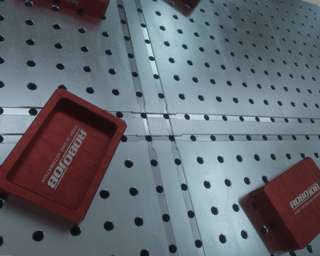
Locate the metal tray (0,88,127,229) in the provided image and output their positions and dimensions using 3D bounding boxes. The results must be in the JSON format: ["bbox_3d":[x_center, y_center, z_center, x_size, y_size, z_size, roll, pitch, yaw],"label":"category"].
[{"bbox_3d":[-0.101,0.028,0.333,0.090,0.030,0.130,28,52,-10],"label":"metal tray"}]

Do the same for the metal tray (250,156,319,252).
[{"bbox_3d":[0.200,0.105,0.448,0.131,0.030,0.090,-20,72,-35],"label":"metal tray"}]

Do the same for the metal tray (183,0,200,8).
[{"bbox_3d":[0.060,-0.306,0.622,0.090,0.030,0.130,35,51,-5],"label":"metal tray"}]

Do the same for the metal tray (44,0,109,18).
[{"bbox_3d":[-0.142,-0.225,0.466,0.131,0.030,0.090,12,57,-22],"label":"metal tray"}]
